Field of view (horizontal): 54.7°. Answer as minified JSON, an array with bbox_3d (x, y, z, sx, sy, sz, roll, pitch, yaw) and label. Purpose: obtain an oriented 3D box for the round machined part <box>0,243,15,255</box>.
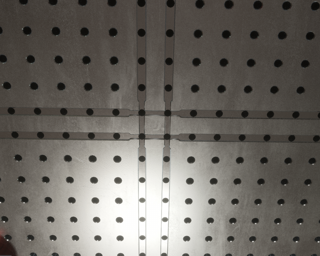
[{"bbox_3d":[-0.281,0.225,0.483,0.099,0.042,0.097,0,110,-1],"label":"round machined part"}]
